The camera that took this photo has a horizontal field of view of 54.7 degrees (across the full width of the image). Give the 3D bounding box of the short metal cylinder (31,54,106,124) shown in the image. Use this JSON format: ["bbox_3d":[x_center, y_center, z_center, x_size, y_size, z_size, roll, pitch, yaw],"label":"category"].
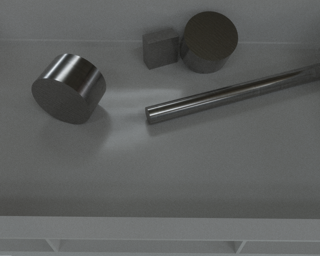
[{"bbox_3d":[-0.119,-0.050,0.410,0.080,0.080,0.050,14,51,11],"label":"short metal cylinder"}]

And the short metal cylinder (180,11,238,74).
[{"bbox_3d":[0.074,-0.131,0.479,0.081,0.050,0.080,1,78,-5],"label":"short metal cylinder"}]

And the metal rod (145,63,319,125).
[{"bbox_3d":[0.126,-0.055,0.452,0.302,0.025,0.025,-15,52,-13],"label":"metal rod"}]

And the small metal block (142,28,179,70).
[{"bbox_3d":[0.001,-0.126,0.495,0.050,0.050,0.025,-19,53,-15],"label":"small metal block"}]
